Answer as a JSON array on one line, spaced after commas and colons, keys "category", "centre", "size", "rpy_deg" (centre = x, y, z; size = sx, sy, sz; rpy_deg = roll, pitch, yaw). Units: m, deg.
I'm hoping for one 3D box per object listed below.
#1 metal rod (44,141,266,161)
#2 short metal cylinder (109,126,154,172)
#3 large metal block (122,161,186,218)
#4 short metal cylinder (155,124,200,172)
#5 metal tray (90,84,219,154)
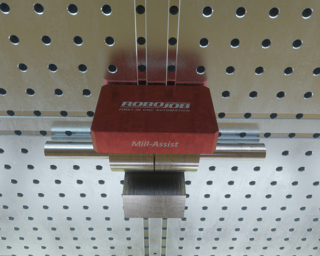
[{"category": "metal rod", "centre": [-0.006, 0.032, 0.434], "size": [0.302, 0.025, 0.025], "rpy_deg": [1, 130, -1]}, {"category": "short metal cylinder", "centre": [-0.033, 0.014, 0.384], "size": [0.050, 0.080, 0.079], "rpy_deg": [0, 130, -1]}, {"category": "large metal block", "centre": [-0.008, 0.078, 0.437], "size": [0.081, 0.080, 0.050], "rpy_deg": [1, 130, -1]}, {"category": "short metal cylinder", "centre": [0.020, 0.014, 0.384], "size": [0.050, 0.080, 0.079], "rpy_deg": [1, 130, -1]}, {"category": "metal tray", "centre": [-0.005, -0.012, 0.353], "size": [0.131, 0.090, 0.030], "rpy_deg": [1, 130, -1]}]
